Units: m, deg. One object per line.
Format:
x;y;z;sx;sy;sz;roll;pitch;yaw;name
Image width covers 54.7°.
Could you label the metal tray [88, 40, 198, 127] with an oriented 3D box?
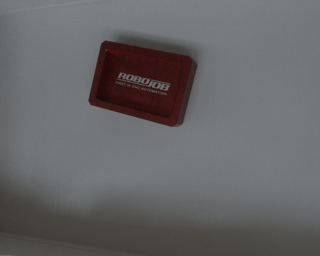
-0.025;-0.060;0.415;0.130;0.030;0.089;15;95;19;metal tray
